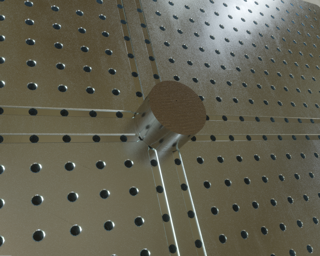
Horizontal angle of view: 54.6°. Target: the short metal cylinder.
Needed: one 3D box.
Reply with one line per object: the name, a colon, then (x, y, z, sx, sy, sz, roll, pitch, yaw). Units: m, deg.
short metal cylinder: (0.013, -0.015, 0.408, 0.081, 0.050, 0.080, 13, 56, -21)
